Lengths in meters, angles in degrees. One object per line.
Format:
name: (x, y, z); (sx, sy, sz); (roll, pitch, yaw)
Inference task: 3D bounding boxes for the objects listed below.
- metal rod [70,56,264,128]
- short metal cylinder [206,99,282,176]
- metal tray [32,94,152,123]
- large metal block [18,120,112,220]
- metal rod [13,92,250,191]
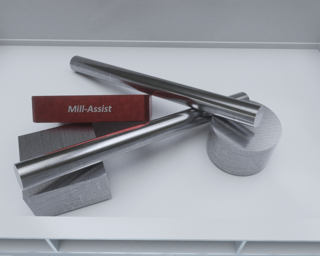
metal rod: (-0.013, -0.057, 0.413); (0.300, 0.025, 0.025); (21, 52, 31)
short metal cylinder: (0.100, 0.011, 0.378); (0.081, 0.050, 0.080); (0, 50, 0)
metal tray: (-0.077, -0.026, 0.385); (0.131, 0.030, 0.090); (-1, 6, 1)
large metal block: (-0.105, 0.044, 0.345); (0.081, 0.050, 0.080); (-15, 52, -13)
metal rod: (-0.004, 0.002, 0.353); (0.302, 0.025, 0.025); (-19, 52, -33)
